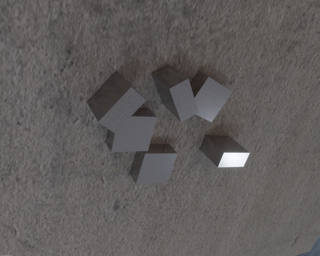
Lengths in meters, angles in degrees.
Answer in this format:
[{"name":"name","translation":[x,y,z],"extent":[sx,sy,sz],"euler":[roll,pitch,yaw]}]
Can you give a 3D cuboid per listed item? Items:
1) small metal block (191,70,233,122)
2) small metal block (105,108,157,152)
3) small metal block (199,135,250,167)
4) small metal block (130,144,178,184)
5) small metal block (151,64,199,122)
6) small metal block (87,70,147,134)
[{"name":"small metal block","translation":[0.061,-0.042,0.416],"extent":[0.050,0.025,0.050],"euler":[23,106,-37]},{"name":"small metal block","translation":[-0.037,0.002,0.389],"extent":[0.050,0.025,0.050],"euler":[0,118,-29]},{"name":"small metal block","translation":[0.097,0.034,0.467],"extent":[0.050,0.050,0.025],"euler":[3,117,-30]},{"name":"small metal block","translation":[-0.010,0.050,0.434],"extent":[0.050,0.025,0.050],"euler":[3,117,-30]},{"name":"small metal block","translation":[0.018,-0.043,0.376],"extent":[0.025,0.050,0.050],"euler":[-30,129,-9]},{"name":"small metal block","translation":[-0.050,-0.030,0.346],"extent":[0.050,0.050,0.025],"euler":[-46,130,4]}]
